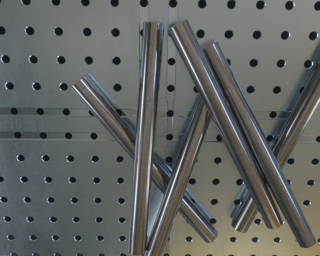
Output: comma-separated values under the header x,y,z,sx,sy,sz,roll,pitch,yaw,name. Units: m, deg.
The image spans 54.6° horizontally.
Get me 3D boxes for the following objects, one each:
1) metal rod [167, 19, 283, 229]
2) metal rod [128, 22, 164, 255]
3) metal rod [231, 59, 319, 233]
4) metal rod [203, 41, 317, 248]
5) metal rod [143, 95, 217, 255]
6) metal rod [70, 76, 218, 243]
x,y,z,sx,sy,sz,roll,pitch,yaw,name
0.090,0.009,0.389,0.025,0.025,0.299,-27,108,9,metal rod
-0.020,0.022,0.397,0.025,0.025,0.298,4,101,-2,metal rod
0.172,0.019,0.421,0.025,0.025,0.298,19,109,-7,metal rod
0.131,0.029,0.403,0.025,0.025,0.299,-28,100,10,metal rod
0.018,0.092,0.420,0.025,0.025,0.298,17,99,-6,metal rod
-0.013,0.053,0.432,0.025,0.025,0.300,-36,107,12,metal rod
